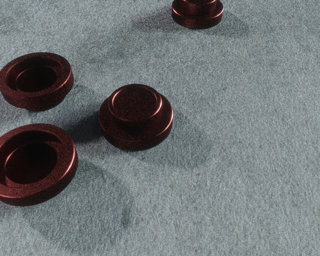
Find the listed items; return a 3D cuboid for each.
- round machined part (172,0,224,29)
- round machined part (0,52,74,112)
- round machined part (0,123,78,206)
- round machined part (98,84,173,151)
[{"bbox_3d":[0.072,-0.233,0.589,0.099,0.042,0.098,0,50,0],"label":"round machined part"},{"bbox_3d":[-0.173,-0.062,0.442,0.099,0.042,0.098,0,50,0],"label":"round machined part"},{"bbox_3d":[-0.143,0.045,0.353,0.099,0.042,0.098,0,50,0],"label":"round machined part"},{"bbox_3d":[-0.032,-0.021,0.409,0.099,0.042,0.098,0,50,0],"label":"round machined part"}]
